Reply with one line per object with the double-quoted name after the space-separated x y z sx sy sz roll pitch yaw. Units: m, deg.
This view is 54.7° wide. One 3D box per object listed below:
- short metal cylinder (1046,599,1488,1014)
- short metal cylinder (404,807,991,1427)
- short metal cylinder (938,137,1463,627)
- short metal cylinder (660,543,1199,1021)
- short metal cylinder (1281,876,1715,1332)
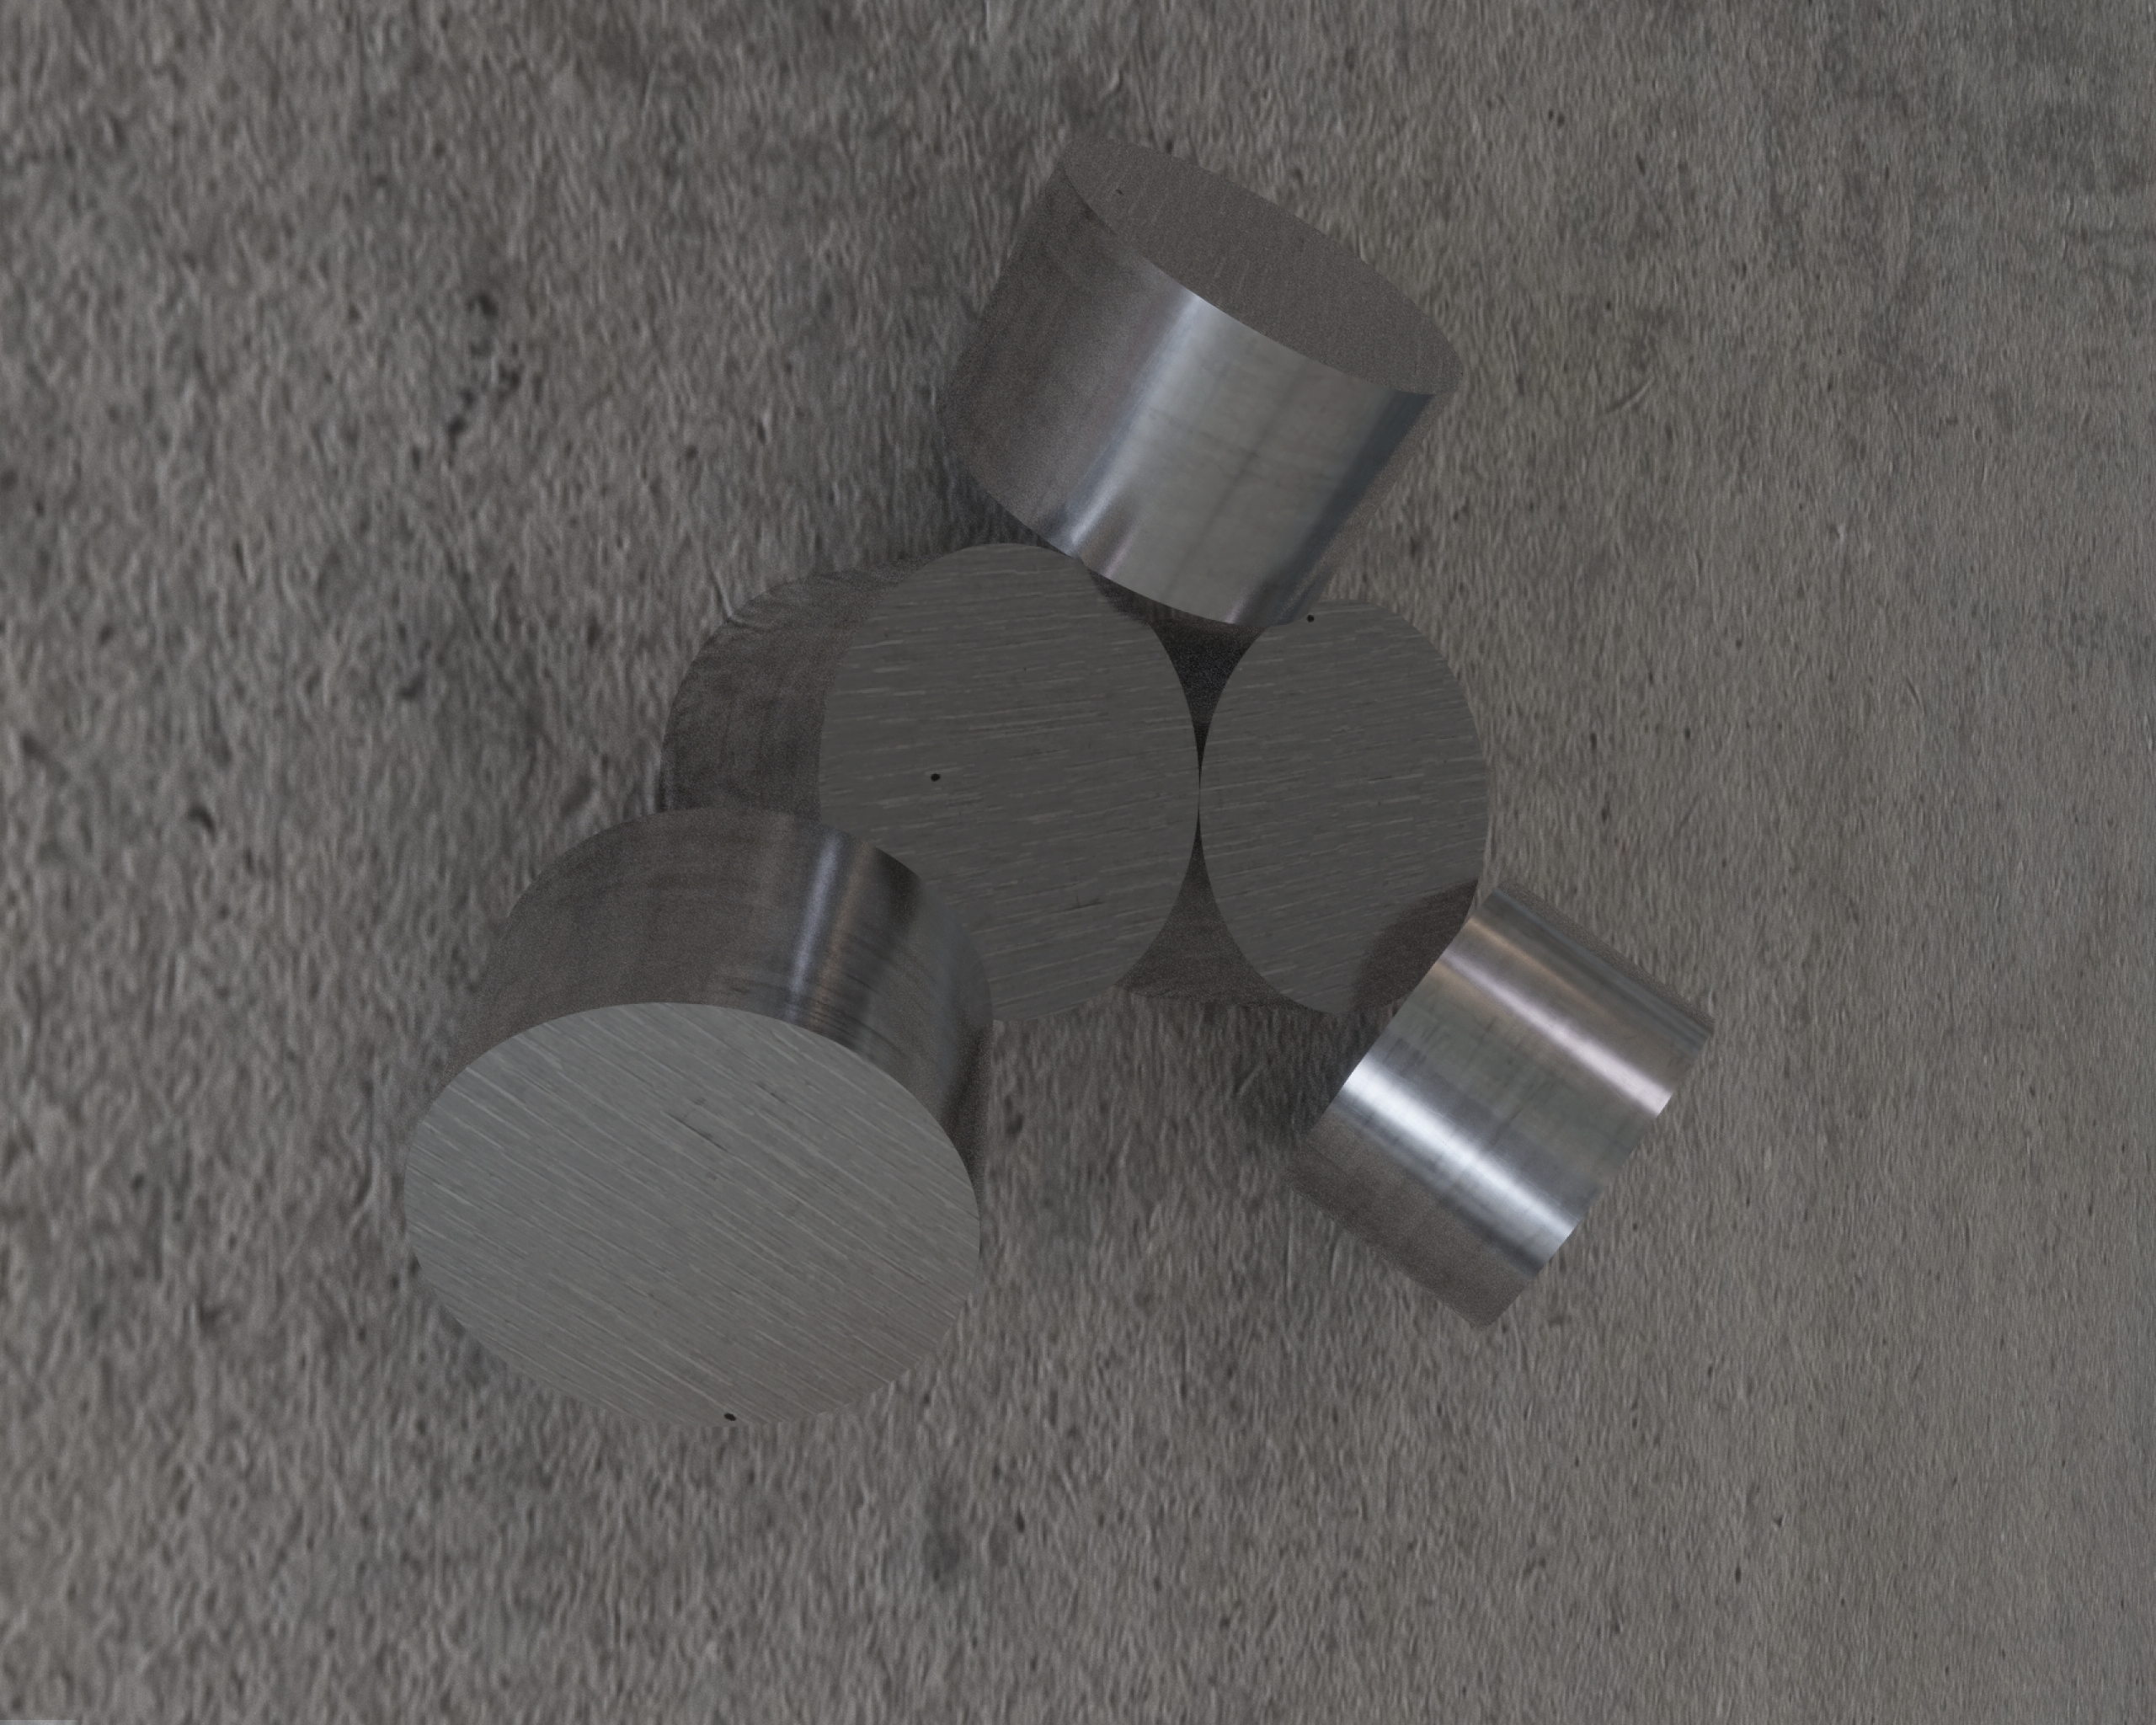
0.037 -0.011 0.419 0.081 0.050 0.080 0 90 -40 "short metal cylinder"
-0.054 0.038 0.315 0.080 0.080 0.050 53 19 -27 "short metal cylinder"
0.022 -0.087 0.379 0.081 0.080 0.050 2 132 -40 "short metal cylinder"
-0.025 -0.014 0.367 0.081 0.050 0.080 0 90 -40 "short metal cylinder"
0.087 0.049 0.433 0.050 0.080 0.080 37 59 12 "short metal cylinder"
